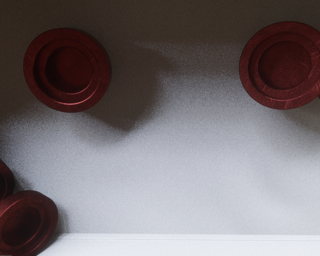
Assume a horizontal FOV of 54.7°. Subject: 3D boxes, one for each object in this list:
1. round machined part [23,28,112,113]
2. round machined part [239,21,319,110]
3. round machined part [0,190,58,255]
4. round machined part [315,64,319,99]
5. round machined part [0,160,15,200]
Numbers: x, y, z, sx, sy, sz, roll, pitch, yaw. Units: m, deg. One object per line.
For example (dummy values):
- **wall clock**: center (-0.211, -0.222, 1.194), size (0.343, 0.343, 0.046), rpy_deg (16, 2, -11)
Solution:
- **round machined part**: center (-0.107, -0.071, 0.375), size (0.099, 0.042, 0.097), rpy_deg (0, 110, 0)
- **round machined part**: center (0.146, -0.073, 0.364), size (0.098, 0.042, 0.097), rpy_deg (7, 107, 23)
- **round machined part**: center (-0.196, 0.132, 0.430), size (0.042, 0.099, 0.097), rpy_deg (16, 115, 35)
- **round machined part**: center (0.237, -0.065, 0.365), size (0.098, 0.042, 0.097), rpy_deg (13, 115, 29)
- **round machined part**: center (-0.251, 0.077, 0.410), size (0.099, 0.042, 0.097), rpy_deg (-27, 130, -36)
